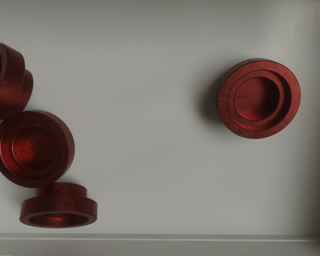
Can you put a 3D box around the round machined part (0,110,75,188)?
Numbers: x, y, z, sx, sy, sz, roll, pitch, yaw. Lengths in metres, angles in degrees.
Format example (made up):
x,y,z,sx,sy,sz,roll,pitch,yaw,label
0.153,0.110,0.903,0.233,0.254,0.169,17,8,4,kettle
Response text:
x,y,z,sx,sy,sz,roll,pitch,yaw,label
-0.159,0.025,0.403,0.099,0.042,0.097,0,98,3,round machined part

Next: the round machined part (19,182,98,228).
x,y,z,sx,sy,sz,roll,pitch,yaw,label
-0.135,0.105,0.422,0.099,0.042,0.098,-4,151,-2,round machined part

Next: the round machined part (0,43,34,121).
x,y,z,sx,sy,sz,roll,pitch,yaw,label
-0.188,-0.046,0.364,0.098,0.098,0.042,-44,143,14,round machined part

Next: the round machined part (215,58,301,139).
x,y,z,sx,sy,sz,roll,pitch,yaw,label
0.118,-0.039,0.389,0.099,0.042,0.097,0,110,0,round machined part
